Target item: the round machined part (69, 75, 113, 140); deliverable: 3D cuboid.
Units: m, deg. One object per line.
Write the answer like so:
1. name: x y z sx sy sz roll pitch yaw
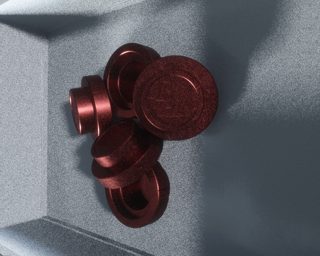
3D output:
1. round machined part: -0.104 -0.026 0.451 0.098 0.042 0.097 168 90 -68

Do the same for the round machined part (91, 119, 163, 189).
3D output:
1. round machined part: -0.048 0.026 0.397 0.098 0.098 0.042 -8 129 39

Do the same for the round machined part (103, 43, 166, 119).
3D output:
1. round machined part: -0.029 -0.061 0.416 0.098 0.042 0.097 0 90 40

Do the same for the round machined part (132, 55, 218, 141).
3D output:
1. round machined part: 0.016 -0.033 0.351 0.098 0.042 0.097 2 101 9

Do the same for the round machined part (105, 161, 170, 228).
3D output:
1. round machined part: -0.025 0.079 0.414 0.098 0.042 0.097 0 90 40
